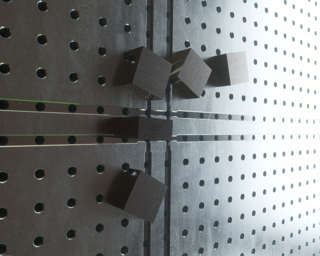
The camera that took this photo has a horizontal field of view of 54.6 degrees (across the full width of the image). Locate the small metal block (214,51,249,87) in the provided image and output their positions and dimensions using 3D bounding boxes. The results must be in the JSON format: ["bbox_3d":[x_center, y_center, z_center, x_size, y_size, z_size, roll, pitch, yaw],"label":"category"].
[{"bbox_3d":[0.117,-0.096,0.506,0.050,0.025,0.050,-16,101,-39],"label":"small metal block"}]

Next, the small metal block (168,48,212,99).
[{"bbox_3d":[0.042,-0.077,0.443,0.050,0.025,0.050,38,67,-33],"label":"small metal block"}]

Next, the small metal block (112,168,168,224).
[{"bbox_3d":[-0.024,0.085,0.388,0.050,0.025,0.050,37,68,-34],"label":"small metal block"}]

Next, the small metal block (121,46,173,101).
[{"bbox_3d":[-0.016,-0.068,0.394,0.050,0.025,0.050,24,75,-37],"label":"small metal block"}]

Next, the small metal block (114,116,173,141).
[{"bbox_3d":[-0.020,0.001,0.375,0.050,0.050,0.025,5,87,-40],"label":"small metal block"}]
